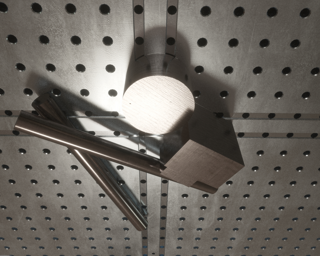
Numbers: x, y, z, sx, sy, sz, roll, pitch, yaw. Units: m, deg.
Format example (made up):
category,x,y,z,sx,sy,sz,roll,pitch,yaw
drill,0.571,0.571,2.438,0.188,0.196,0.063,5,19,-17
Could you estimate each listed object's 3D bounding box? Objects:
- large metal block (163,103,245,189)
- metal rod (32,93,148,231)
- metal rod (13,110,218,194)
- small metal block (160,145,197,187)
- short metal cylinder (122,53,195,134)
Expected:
category,x,y,z,sx,sy,sz,roll,pitch,yaw
large metal block,0.052,0.019,0.392,0.080,0.080,0.050,26,125,-21
metal rod,-0.090,0.070,0.470,0.025,0.025,0.299,-18,128,14
metal rod,-0.040,0.041,0.426,0.302,0.025,0.025,22,127,-26
small metal block,0.027,0.049,0.437,0.050,0.050,0.025,28,124,-22
short metal cylinder,-0.002,-0.039,0.362,0.081,0.050,0.079,-1,130,0
